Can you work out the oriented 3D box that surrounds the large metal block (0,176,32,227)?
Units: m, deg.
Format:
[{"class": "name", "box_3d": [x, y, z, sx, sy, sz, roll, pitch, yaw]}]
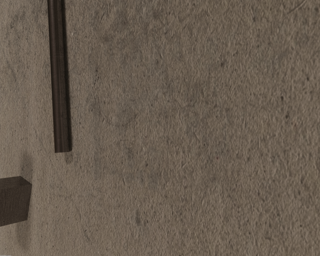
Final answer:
[{"class": "large metal block", "box_3d": [-0.313, 0.148, 0.623, 0.050, 0.081, 0.079, 19, 102, 38]}]

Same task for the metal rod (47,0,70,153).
[{"class": "metal rod", "box_3d": [-0.181, -0.106, 0.551, 0.025, 0.025, 0.298, -6, 86, 39]}]
